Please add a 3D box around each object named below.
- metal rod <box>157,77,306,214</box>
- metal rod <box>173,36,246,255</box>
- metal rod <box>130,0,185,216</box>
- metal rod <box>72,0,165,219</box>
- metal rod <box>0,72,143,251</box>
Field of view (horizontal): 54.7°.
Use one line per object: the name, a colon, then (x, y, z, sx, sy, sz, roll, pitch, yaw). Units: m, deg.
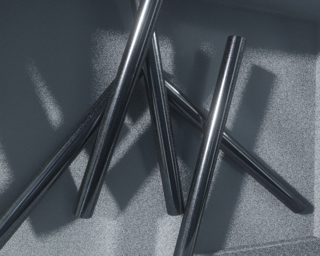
metal rod: (0.109, 0.033, 0.450, 0.301, 0.025, 0.025, 40, 78, -16)
metal rod: (0.066, 0.027, 0.408, 0.025, 0.025, 0.298, 15, 89, -20)
metal rod: (-0.002, -0.031, 0.390, 0.025, 0.025, 0.298, -14, 102, -20)
metal rod: (-0.045, -0.035, 0.357, 0.025, 0.025, 0.298, 17, 98, -19)
metal rod: (-0.111, 0.029, 0.369, 0.025, 0.025, 0.300, 41, 77, -16)
